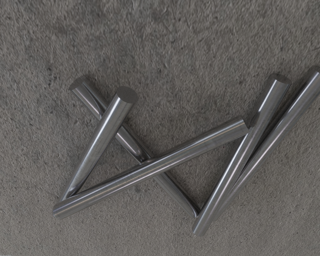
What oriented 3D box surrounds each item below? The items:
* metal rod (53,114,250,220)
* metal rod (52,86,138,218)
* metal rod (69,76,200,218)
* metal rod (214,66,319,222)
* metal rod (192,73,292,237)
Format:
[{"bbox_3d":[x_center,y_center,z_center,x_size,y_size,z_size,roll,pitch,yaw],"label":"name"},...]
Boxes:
[{"bbox_3d":[-0.023,0.060,0.423,0.300,0.025,0.025,-27,125,16],"label":"metal rod"},{"bbox_3d":[-0.103,0.054,0.429,0.025,0.025,0.298,21,134,-17],"label":"metal rod"},{"bbox_3d":[-0.019,0.045,0.444,0.025,0.025,0.300,-25,126,19],"label":"metal rod"},{"bbox_3d":[0.138,0.043,0.444,0.025,0.025,0.298,15,129,-12],"label":"metal rod"},{"bbox_3d":[0.104,0.059,0.445,0.025,0.025,0.298,11,125,-10],"label":"metal rod"}]
